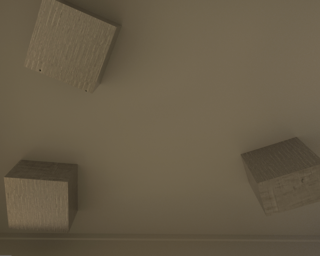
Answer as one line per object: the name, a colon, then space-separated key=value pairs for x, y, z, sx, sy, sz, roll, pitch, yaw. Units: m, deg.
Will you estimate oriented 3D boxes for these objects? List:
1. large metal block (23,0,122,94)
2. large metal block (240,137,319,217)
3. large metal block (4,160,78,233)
large metal block: x=-0.099 y=-0.097 z=0.361 sx=0.080 sy=0.050 sz=0.079 roll=22 pitch=109 yaw=-8
large metal block: x=0.161 y=0.061 z=0.406 sx=0.080 sy=0.080 sz=0.050 roll=-18 pitch=109 yaw=6
large metal block: x=-0.161 y=0.094 z=0.431 sx=0.081 sy=0.050 sz=0.079 roll=5 pitch=110 yaw=-2
